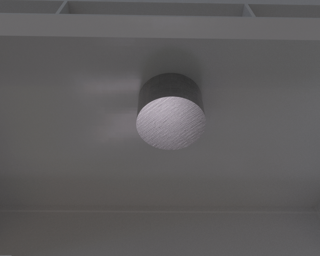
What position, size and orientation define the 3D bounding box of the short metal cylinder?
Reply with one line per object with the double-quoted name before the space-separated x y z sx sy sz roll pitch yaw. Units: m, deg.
"short metal cylinder" 0.013 -0.019 0.376 0.080 0.050 0.080 0 130 0
